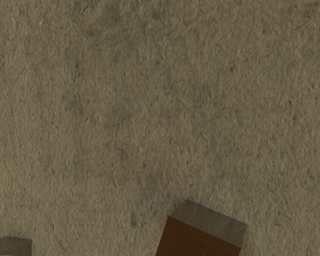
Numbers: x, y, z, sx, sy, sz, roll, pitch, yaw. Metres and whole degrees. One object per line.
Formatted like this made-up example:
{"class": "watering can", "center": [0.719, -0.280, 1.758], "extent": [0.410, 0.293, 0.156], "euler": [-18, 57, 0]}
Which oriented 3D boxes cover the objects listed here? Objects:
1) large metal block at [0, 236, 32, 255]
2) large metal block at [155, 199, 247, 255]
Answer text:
{"class": "large metal block", "center": [-0.241, 0.217, 0.463], "extent": [0.050, 0.080, 0.079], "euler": [-1, 90, 20]}
{"class": "large metal block", "center": [0.051, 0.130, 0.361], "extent": [0.080, 0.080, 0.050], "euler": [20, 97, 18]}
